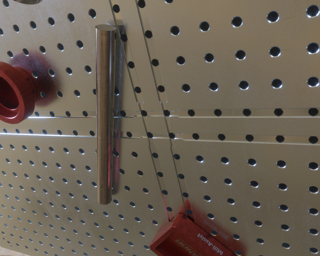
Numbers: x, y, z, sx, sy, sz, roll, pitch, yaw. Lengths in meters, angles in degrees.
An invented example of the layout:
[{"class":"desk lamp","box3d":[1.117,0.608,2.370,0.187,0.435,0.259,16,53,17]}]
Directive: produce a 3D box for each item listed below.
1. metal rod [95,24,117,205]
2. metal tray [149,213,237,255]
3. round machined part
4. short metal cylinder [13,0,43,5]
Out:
[{"class":"metal rod","box3d":[-0.080,0.002,0.454,0.025,0.025,0.298,19,126,17]},{"class":"metal tray","box3d":[0.057,0.207,0.505,0.130,0.030,0.089,38,129,2]},{"class":"round machined part","box3d":[-0.236,-0.059,0.489,0.098,0.042,0.097,13,124,21]},{"class":"short metal cylinder","box3d":[-0.149,-0.186,0.340,0.050,0.080,0.080,-25,105,37]}]
